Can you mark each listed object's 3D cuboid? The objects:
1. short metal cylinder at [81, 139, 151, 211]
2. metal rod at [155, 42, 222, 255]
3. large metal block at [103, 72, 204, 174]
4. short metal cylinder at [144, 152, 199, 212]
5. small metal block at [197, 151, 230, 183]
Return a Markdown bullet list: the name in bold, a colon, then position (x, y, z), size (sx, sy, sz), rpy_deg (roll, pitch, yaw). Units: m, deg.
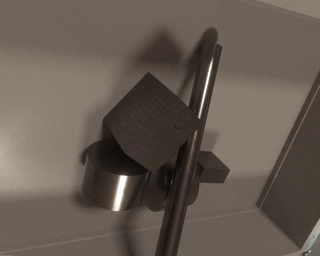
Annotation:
- **short metal cylinder**: position (-0.052, 0.055, 0.380), size (0.081, 0.080, 0.050), rpy_deg (1, 118, -29)
- **metal rod**: position (0.032, 0.043, 0.374), size (0.025, 0.025, 0.298), rpy_deg (16, 85, -35)
- **large metal block**: position (-0.010, -0.008, 0.364), size (0.080, 0.080, 0.050), rpy_deg (-46, 130, 3)
- **short metal cylinder**: position (0.010, 0.070, 0.424), size (0.050, 0.080, 0.079), rpy_deg (-2, 120, -28)
- **small metal block**: position (0.068, 0.058, 0.468), size (0.050, 0.050, 0.025), rpy_deg (8, 114, -32)
